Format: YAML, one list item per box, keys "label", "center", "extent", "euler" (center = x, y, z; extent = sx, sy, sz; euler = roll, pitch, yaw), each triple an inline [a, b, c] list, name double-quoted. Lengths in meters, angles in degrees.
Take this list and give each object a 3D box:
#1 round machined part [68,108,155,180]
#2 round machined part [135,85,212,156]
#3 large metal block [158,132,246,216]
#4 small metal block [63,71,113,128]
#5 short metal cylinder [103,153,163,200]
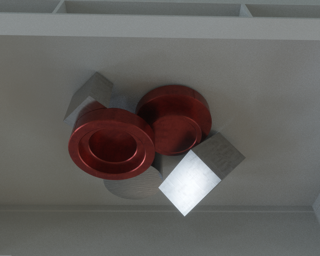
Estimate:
- label: "round machined part"
  center: [-0.055, 0.015, 0.369]
  extent: [0.099, 0.042, 0.097]
  euler: [-1, 130, 0]
- label: "round machined part"
  center: [0.017, -0.002, 0.392]
  extent: [0.099, 0.042, 0.097]
  euler: [-1, 130, 0]
- label: "large metal block"
  center: [0.057, 0.060, 0.414]
  extent: [0.050, 0.081, 0.080]
  euler: [46, 125, 15]
- label: "small metal block"
  center: [-0.083, -0.030, 0.363]
  extent: [0.025, 0.050, 0.050]
  euler: [37, 121, -27]
- label: "short metal cylinder"
  center: [-0.036, 0.057, 0.438]
  extent: [0.081, 0.050, 0.079]
  euler: [0, 130, 0]
